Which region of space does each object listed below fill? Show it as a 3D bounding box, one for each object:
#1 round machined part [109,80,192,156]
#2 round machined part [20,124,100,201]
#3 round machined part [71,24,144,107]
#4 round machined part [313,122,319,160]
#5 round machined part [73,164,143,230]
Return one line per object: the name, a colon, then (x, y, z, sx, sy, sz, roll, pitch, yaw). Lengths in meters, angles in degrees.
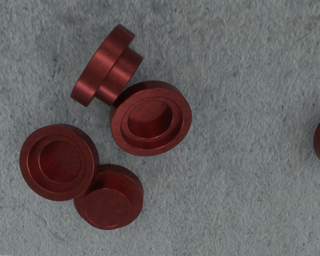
round machined part: (-0.014, -0.015, 0.384, 0.099, 0.042, 0.097, -9, 126, -12)
round machined part: (-0.127, 0.042, 0.406, 0.099, 0.042, 0.097, 1, 98, 7)
round machined part: (-0.054, -0.063, 0.347, 0.042, 0.098, 0.098, 34, 106, -12)
round machined part: (0.251, 0.011, 0.408, 0.099, 0.042, 0.097, 0, 110, -1)
round machined part: (-0.073, 0.104, 0.438, 0.099, 0.042, 0.097, 0, 110, -1)
